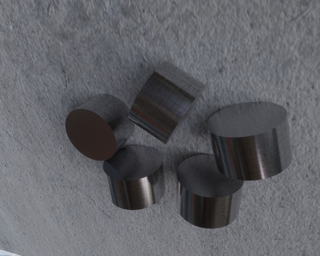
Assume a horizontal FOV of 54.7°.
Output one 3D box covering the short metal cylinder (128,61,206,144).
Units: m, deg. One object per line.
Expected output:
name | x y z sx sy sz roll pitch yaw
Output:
short metal cylinder | 0.008 -0.028 0.348 0.050 0.080 0.079 34 129 5

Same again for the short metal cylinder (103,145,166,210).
short metal cylinder | -0.034 0.067 0.429 0.080 0.080 0.050 8 122 23

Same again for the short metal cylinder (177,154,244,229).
short metal cylinder | 0.061 0.077 0.386 0.080 0.080 0.050 12 124 21

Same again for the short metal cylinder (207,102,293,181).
short metal cylinder | 0.095 0.011 0.328 0.080 0.080 0.050 -3 117 29

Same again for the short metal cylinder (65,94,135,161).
short metal cylinder | -0.083 -0.001 0.431 0.080 0.050 0.079 13 124 20
